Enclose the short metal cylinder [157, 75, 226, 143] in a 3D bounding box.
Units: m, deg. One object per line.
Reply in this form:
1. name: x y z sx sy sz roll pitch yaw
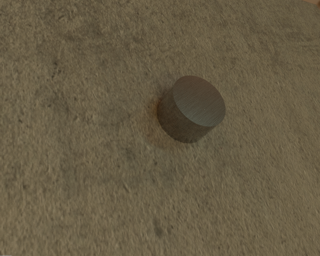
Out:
1. short metal cylinder: 0.043 -0.025 0.428 0.081 0.050 0.080 14 56 -21
